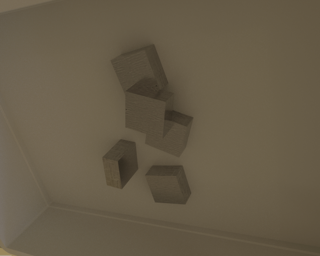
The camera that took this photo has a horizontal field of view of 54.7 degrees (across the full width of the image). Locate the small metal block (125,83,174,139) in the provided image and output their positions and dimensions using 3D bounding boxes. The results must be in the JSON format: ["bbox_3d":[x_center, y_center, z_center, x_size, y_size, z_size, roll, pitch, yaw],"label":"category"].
[{"bbox_3d":[-0.013,-0.021,0.369,0.050,0.025,0.050,17,125,18],"label":"small metal block"}]

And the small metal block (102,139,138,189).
[{"bbox_3d":[-0.057,0.052,0.453,0.025,0.050,0.050,11,123,22],"label":"small metal block"}]

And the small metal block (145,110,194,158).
[{"bbox_3d":[0.011,0.004,0.404,0.050,0.025,0.050,21,127,15],"label":"small metal block"}]

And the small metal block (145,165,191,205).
[{"bbox_3d":[0.012,0.082,0.452,0.050,0.025,0.050,-4,117,29],"label":"small metal block"}]

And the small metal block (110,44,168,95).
[{"bbox_3d":[-0.025,-0.069,0.378,0.050,0.025,0.050,-8,114,31],"label":"small metal block"}]
